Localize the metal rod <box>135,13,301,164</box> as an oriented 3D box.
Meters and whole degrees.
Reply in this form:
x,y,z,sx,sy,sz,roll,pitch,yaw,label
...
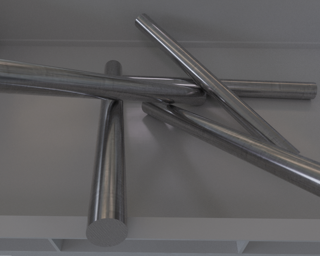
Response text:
x,y,z,sx,sy,sz,roll,pitch,yaw,label
0.066,-0.065,0.429,0.025,0.025,0.300,-33,67,-24,metal rod

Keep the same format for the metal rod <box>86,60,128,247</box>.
x,y,z,sx,sy,sz,roll,pitch,yaw,label
-0.049,-0.011,0.316,0.025,0.025,0.300,-5,30,-5,metal rod

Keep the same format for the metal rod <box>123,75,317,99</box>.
x,y,z,sx,sy,sz,roll,pitch,yaw,label
0.073,-0.061,0.456,0.302,0.025,0.025,2,50,2,metal rod

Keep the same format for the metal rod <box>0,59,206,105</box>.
x,y,z,sx,sy,sz,roll,pitch,yaw,label
-0.038,-0.041,0.323,0.025,0.025,0.302,42,26,29,metal rod

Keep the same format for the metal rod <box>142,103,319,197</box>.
x,y,z,sx,sy,sz,roll,pitch,yaw,label
0.069,0.011,0.318,0.025,0.025,0.300,-31,32,-23,metal rod
